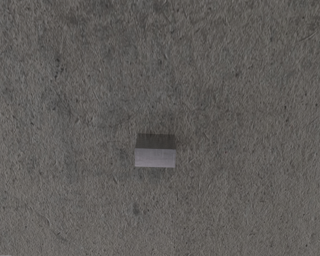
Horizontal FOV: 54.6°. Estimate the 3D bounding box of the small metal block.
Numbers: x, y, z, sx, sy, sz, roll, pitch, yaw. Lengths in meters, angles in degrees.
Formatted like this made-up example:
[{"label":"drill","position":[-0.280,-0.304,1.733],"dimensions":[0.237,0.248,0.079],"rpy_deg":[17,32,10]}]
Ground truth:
[{"label":"small metal block","position":[-0.006,0.029,0.407],"dimensions":[0.050,0.050,0.025],"rpy_deg":[2,110,-1]}]
